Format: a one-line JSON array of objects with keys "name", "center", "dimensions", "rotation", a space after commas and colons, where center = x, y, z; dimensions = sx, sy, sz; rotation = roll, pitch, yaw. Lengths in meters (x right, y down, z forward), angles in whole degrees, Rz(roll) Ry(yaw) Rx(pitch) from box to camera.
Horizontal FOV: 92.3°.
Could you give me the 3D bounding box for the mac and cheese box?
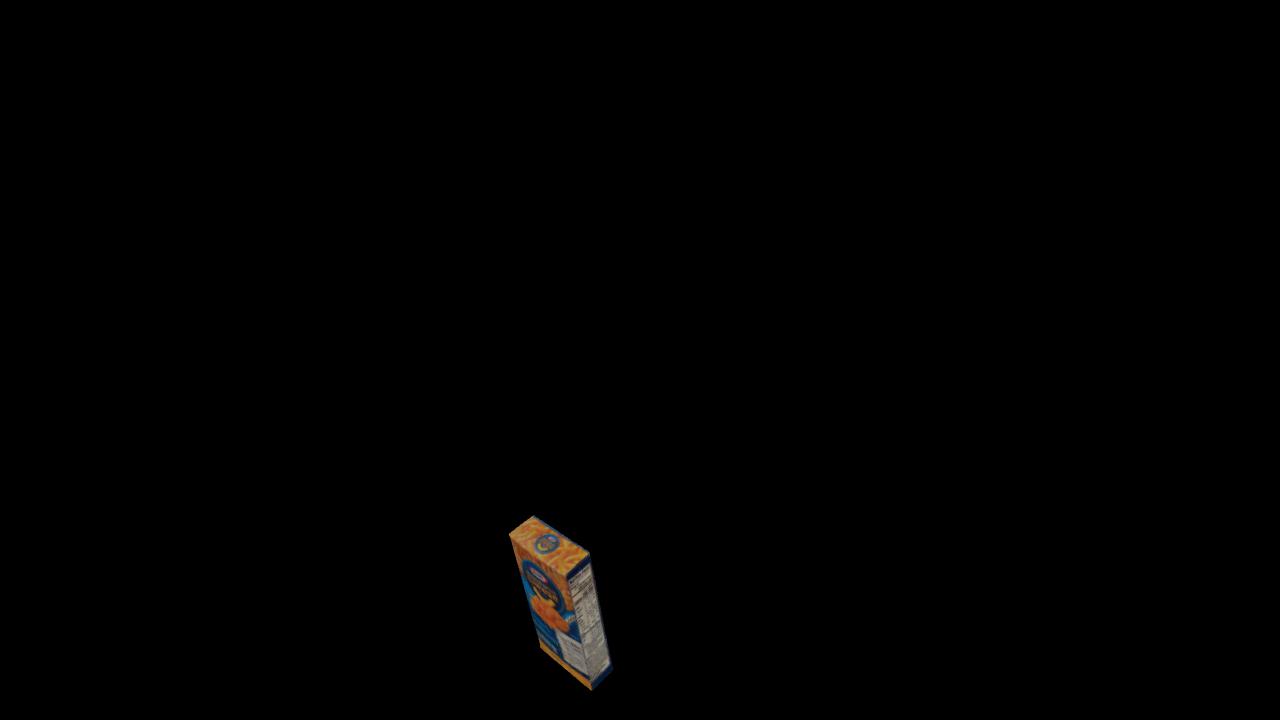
[{"name": "mac and cheese box", "center": [-0.083, 0.264, 0.664], "dimensions": [0.093, 0.184, 0.041], "rotation": [20, 39, 40]}]
